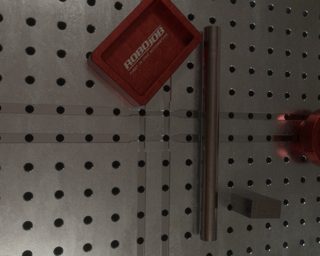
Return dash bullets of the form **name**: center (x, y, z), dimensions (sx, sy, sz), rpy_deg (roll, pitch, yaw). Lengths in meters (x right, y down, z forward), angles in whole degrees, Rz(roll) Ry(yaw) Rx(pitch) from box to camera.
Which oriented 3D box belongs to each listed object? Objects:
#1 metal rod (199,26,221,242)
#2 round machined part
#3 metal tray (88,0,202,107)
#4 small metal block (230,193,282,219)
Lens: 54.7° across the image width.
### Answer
- **metal rod**: center (0.071, 0.007, 0.440), dimensions (0.025, 0.025, 0.298), rpy_deg (1, 90, -20)
- **round machined part**: center (0.269, 0.016, 0.505), dimensions (0.099, 0.042, 0.097), rpy_deg (0, 90, -21)
- **metal tray**: center (-0.017, -0.103, 0.404), dimensions (0.090, 0.030, 0.130), rpy_deg (43, 76, -15)
- **small metal block**: center (0.139, 0.113, 0.453), dimensions (0.050, 0.050, 0.025), rpy_deg (6, 88, -20)
